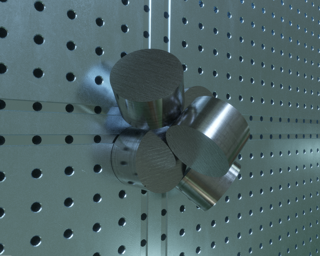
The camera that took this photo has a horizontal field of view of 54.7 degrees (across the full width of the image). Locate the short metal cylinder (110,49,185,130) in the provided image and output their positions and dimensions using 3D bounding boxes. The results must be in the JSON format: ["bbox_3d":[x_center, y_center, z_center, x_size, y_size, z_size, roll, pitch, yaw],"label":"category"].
[{"bbox_3d":[-0.012,-0.045,0.355,0.080,0.080,0.050,-54,156,-27],"label":"short metal cylinder"}]

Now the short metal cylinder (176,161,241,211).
[{"bbox_3d":[0.064,0.065,0.420,0.050,0.080,0.080,39,61,6],"label":"short metal cylinder"}]

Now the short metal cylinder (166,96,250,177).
[{"bbox_3d":[0.054,0.010,0.354,0.050,0.080,0.080,-49,120,-29],"label":"short metal cylinder"}]

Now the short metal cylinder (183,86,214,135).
[{"bbox_3d":[0.036,-0.015,0.424,0.081,0.050,0.079,0,90,-40],"label":"short metal cylinder"}]

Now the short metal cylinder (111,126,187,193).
[{"bbox_3d":[-0.012,0.037,0.384,0.081,0.050,0.079,0,90,-40],"label":"short metal cylinder"}]
